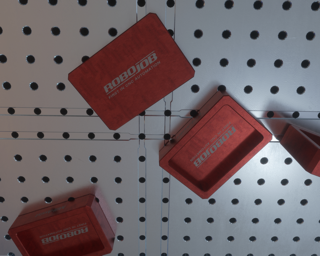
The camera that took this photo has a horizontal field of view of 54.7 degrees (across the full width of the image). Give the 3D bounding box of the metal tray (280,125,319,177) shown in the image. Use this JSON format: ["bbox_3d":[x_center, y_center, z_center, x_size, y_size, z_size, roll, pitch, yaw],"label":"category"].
[{"bbox_3d":[0.233,0.044,0.398,0.131,0.090,0.030,20,109,-8],"label":"metal tray"}]

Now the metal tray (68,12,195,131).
[{"bbox_3d":[-0.034,-0.068,0.385,0.130,0.030,0.090,-34,107,11],"label":"metal tray"}]

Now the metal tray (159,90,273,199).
[{"bbox_3d":[0.072,0.025,0.420,0.090,0.030,0.130,39,105,-14],"label":"metal tray"}]

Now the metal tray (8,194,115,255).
[{"bbox_3d":[-0.146,0.162,0.468,0.131,0.030,0.090,-18,109,6],"label":"metal tray"}]
